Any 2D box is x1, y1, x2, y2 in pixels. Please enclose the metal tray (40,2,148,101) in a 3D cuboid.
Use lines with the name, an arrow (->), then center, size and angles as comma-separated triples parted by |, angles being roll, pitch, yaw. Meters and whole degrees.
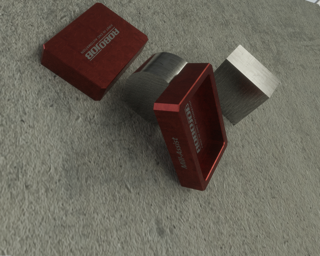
metal tray -> -0.084, -0.108, 0.421 | 0.090, 0.030, 0.130 | 35, 51, -5

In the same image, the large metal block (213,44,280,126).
large metal block -> 0.117, -0.063, 0.470 | 0.080, 0.080, 0.050 | 43, 51, 1

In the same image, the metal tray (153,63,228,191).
metal tray -> 0.043, 0.000, 0.370 | 0.090, 0.030, 0.129 | -54, 138, -38

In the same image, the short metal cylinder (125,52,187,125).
short metal cylinder -> 0.002, -0.050, 0.400 | 0.080, 0.080, 0.050 | 39, 51, -2
